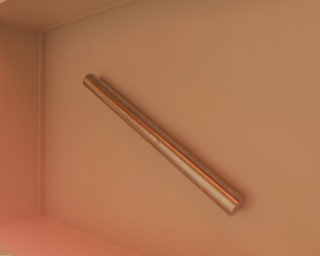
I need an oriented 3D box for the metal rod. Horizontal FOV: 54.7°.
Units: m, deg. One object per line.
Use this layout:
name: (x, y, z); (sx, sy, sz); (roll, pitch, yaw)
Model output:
metal rod: (-0.014, 0.005, 0.413); (0.300, 0.025, 0.025); (40, 114, 32)
